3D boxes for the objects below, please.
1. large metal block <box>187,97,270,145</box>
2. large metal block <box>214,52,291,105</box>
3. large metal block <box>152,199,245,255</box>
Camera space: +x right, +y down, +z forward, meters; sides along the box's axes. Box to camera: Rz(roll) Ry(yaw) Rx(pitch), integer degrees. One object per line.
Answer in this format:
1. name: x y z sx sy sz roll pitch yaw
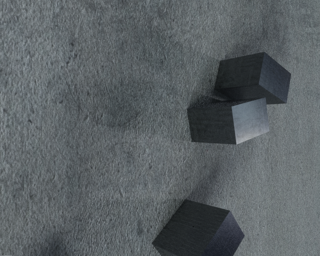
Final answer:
1. large metal block: 0.099 -0.012 0.452 0.081 0.080 0.050 -16 100 -39
2. large metal block: 0.147 -0.074 0.492 0.080 0.080 0.050 21 77 -38
3. large metal block: 0.051 0.149 0.412 0.080 0.080 0.050 -46 118 -30
